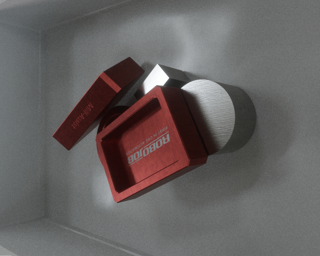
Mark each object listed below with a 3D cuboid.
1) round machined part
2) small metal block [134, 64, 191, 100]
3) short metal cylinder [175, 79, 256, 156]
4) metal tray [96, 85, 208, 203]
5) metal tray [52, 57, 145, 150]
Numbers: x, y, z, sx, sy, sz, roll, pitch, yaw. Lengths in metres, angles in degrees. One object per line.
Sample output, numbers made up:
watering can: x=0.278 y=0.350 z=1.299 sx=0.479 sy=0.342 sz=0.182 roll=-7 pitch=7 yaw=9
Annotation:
round machined part: x=-0.040 y=0.019 z=0.426 sx=0.098 sy=0.042 sz=0.097 roll=0 pitch=90 yaw=39
small metal block: x=0.005 y=-0.048 z=0.382 sx=0.050 sy=0.050 sz=0.025 roll=-50 pitch=61 yaw=27
short metal cylinder: x=0.057 y=-0.010 z=0.340 sx=0.080 sy=0.050 sz=0.079 roll=0 pitch=90 yaw=39
metal tray: x=-0.017 y=0.022 z=0.351 sx=0.130 sy=0.030 sz=0.090 roll=-35 pitch=68 yaw=39
metal tray: x=-0.084 y=-0.034 z=0.427 sx=0.030 sy=0.090 sz=0.129 roll=44 pitch=120 yaw=-5
